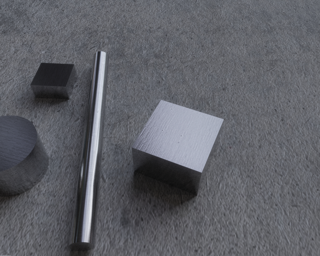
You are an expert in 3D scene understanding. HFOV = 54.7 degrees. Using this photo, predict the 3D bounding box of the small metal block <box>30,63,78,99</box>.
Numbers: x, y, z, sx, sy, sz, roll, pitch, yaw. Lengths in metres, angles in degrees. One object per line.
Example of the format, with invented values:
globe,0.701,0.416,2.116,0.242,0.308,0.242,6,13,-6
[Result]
small metal block,-0.156,-0.070,0.460,0.050,0.025,0.050,3,50,2

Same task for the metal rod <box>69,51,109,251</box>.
metal rod,-0.085,0.002,0.400,0.025,0.025,0.300,-2,50,-2

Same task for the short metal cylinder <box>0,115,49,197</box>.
short metal cylinder,-0.176,0.032,0.358,0.081,0.050,0.080,0,50,0

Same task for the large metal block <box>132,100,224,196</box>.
large metal block,0.022,0.021,0.369,0.080,0.050,0.080,19,52,15
